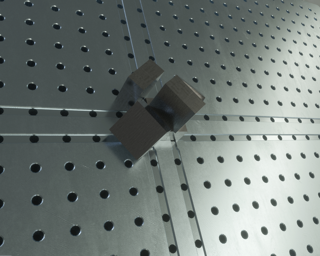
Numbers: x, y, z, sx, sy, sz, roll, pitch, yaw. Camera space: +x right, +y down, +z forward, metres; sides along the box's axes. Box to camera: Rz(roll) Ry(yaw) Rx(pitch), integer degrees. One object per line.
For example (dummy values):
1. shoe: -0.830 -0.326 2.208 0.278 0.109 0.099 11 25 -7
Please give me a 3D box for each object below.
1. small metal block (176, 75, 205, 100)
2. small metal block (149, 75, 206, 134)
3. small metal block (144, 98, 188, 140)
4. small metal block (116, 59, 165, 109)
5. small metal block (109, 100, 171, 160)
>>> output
1. small metal block: 0.035 -0.051 0.440 0.050 0.025 0.050 37 11 -4
2. small metal block: 0.020 -0.029 0.388 0.050 0.050 0.025 46 50 3
3. small metal block: 0.004 -0.011 0.416 0.050 0.025 0.050 1 61 -29
4. small metal block: -0.027 -0.057 0.412 0.025 0.050 0.050 42 51 0
5. small metal block: -0.023 0.002 0.374 0.050 0.050 0.025 47 14 5
